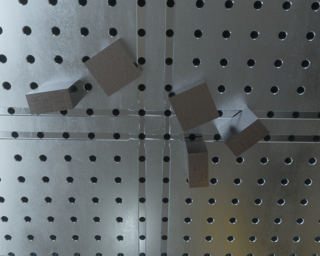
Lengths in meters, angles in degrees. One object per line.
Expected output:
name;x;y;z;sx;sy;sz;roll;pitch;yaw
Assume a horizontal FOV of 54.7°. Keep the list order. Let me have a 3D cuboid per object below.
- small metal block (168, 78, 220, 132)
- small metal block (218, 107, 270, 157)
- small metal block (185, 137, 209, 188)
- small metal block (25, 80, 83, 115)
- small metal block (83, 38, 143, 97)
small metal block;0.044;-0.030;0.403;0.050;0.025;0.050;-23;109;8
small metal block;0.107;0.004;0.403;0.050;0.050;0.025;-39;106;13
small metal block;0.049;0.045;0.418;0.025;0.050;0.050;-4;110;1
small metal block;-0.129;-0.039;0.384;0.050;0.050;0.025;-8;110;2
small metal block;-0.057;-0.075;0.385;0.050;0.025;0.050;-32;107;10
